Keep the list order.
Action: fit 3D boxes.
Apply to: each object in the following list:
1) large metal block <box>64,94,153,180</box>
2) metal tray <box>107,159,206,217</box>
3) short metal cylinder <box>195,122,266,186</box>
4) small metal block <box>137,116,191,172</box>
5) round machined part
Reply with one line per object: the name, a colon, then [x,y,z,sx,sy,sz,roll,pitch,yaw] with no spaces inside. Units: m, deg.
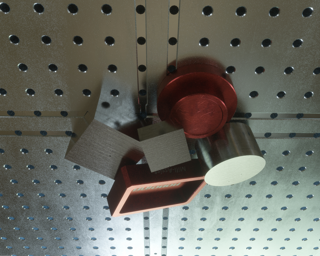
large metal block: [-0.066,0.016,0.408,0.080,0.050,0.080,29,124,-22]
metal tray: [-0.001,0.085,0.443,0.131,0.030,0.089,-2,142,-28]
short metal cylinder: [0.092,0.036,0.412,0.081,0.050,0.080,-9,145,-6]
small metal block: [0.006,0.020,0.368,0.050,0.025,0.050,-17,126,0]
round machined part: [0.046,-0.025,0.379,0.099,0.042,0.097,0,130,0]
